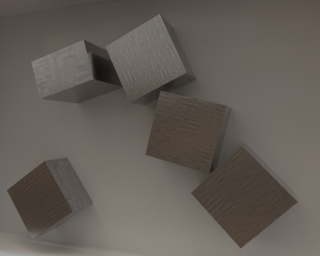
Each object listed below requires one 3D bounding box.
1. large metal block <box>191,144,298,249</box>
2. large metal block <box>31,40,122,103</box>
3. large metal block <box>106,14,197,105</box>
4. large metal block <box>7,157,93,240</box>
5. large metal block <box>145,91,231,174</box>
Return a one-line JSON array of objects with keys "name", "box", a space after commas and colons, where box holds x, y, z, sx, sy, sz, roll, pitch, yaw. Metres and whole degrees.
[{"name": "large metal block", "box": [0.098, 0.076, 0.363, 0.080, 0.050, 0.080, -46, 76, 14]}, {"name": "large metal block", "box": [-0.108, -0.071, 0.418, 0.080, 0.080, 0.050, -16, 85, 19]}, {"name": "large metal block", "box": [-0.011, -0.084, 0.400, 0.080, 0.050, 0.080, -26, 82, 18]}, {"name": "large metal block", "box": [-0.160, 0.100, 0.452, 0.080, 0.050, 0.080, -36, 79, 16]}, {"name": "large metal block", "box": [0.037, 0.004, 0.384, 0.080, 0.050, 0.079, 15, 95, 19]}]
